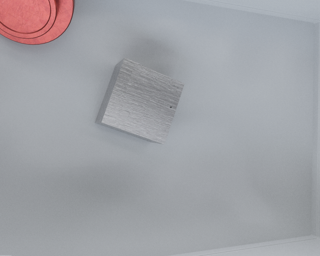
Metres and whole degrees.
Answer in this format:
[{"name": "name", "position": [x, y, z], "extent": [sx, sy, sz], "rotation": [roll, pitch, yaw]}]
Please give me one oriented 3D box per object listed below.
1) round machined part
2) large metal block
[{"name": "round machined part", "position": [-0.141, -0.133, 0.323], "extent": [0.099, 0.042, 0.097], "rotation": [-5, 127, -7]}, {"name": "large metal block", "position": [-0.026, -0.031, 0.388], "extent": [0.080, 0.050, 0.080], "rotation": [20, 83, -19]}]
